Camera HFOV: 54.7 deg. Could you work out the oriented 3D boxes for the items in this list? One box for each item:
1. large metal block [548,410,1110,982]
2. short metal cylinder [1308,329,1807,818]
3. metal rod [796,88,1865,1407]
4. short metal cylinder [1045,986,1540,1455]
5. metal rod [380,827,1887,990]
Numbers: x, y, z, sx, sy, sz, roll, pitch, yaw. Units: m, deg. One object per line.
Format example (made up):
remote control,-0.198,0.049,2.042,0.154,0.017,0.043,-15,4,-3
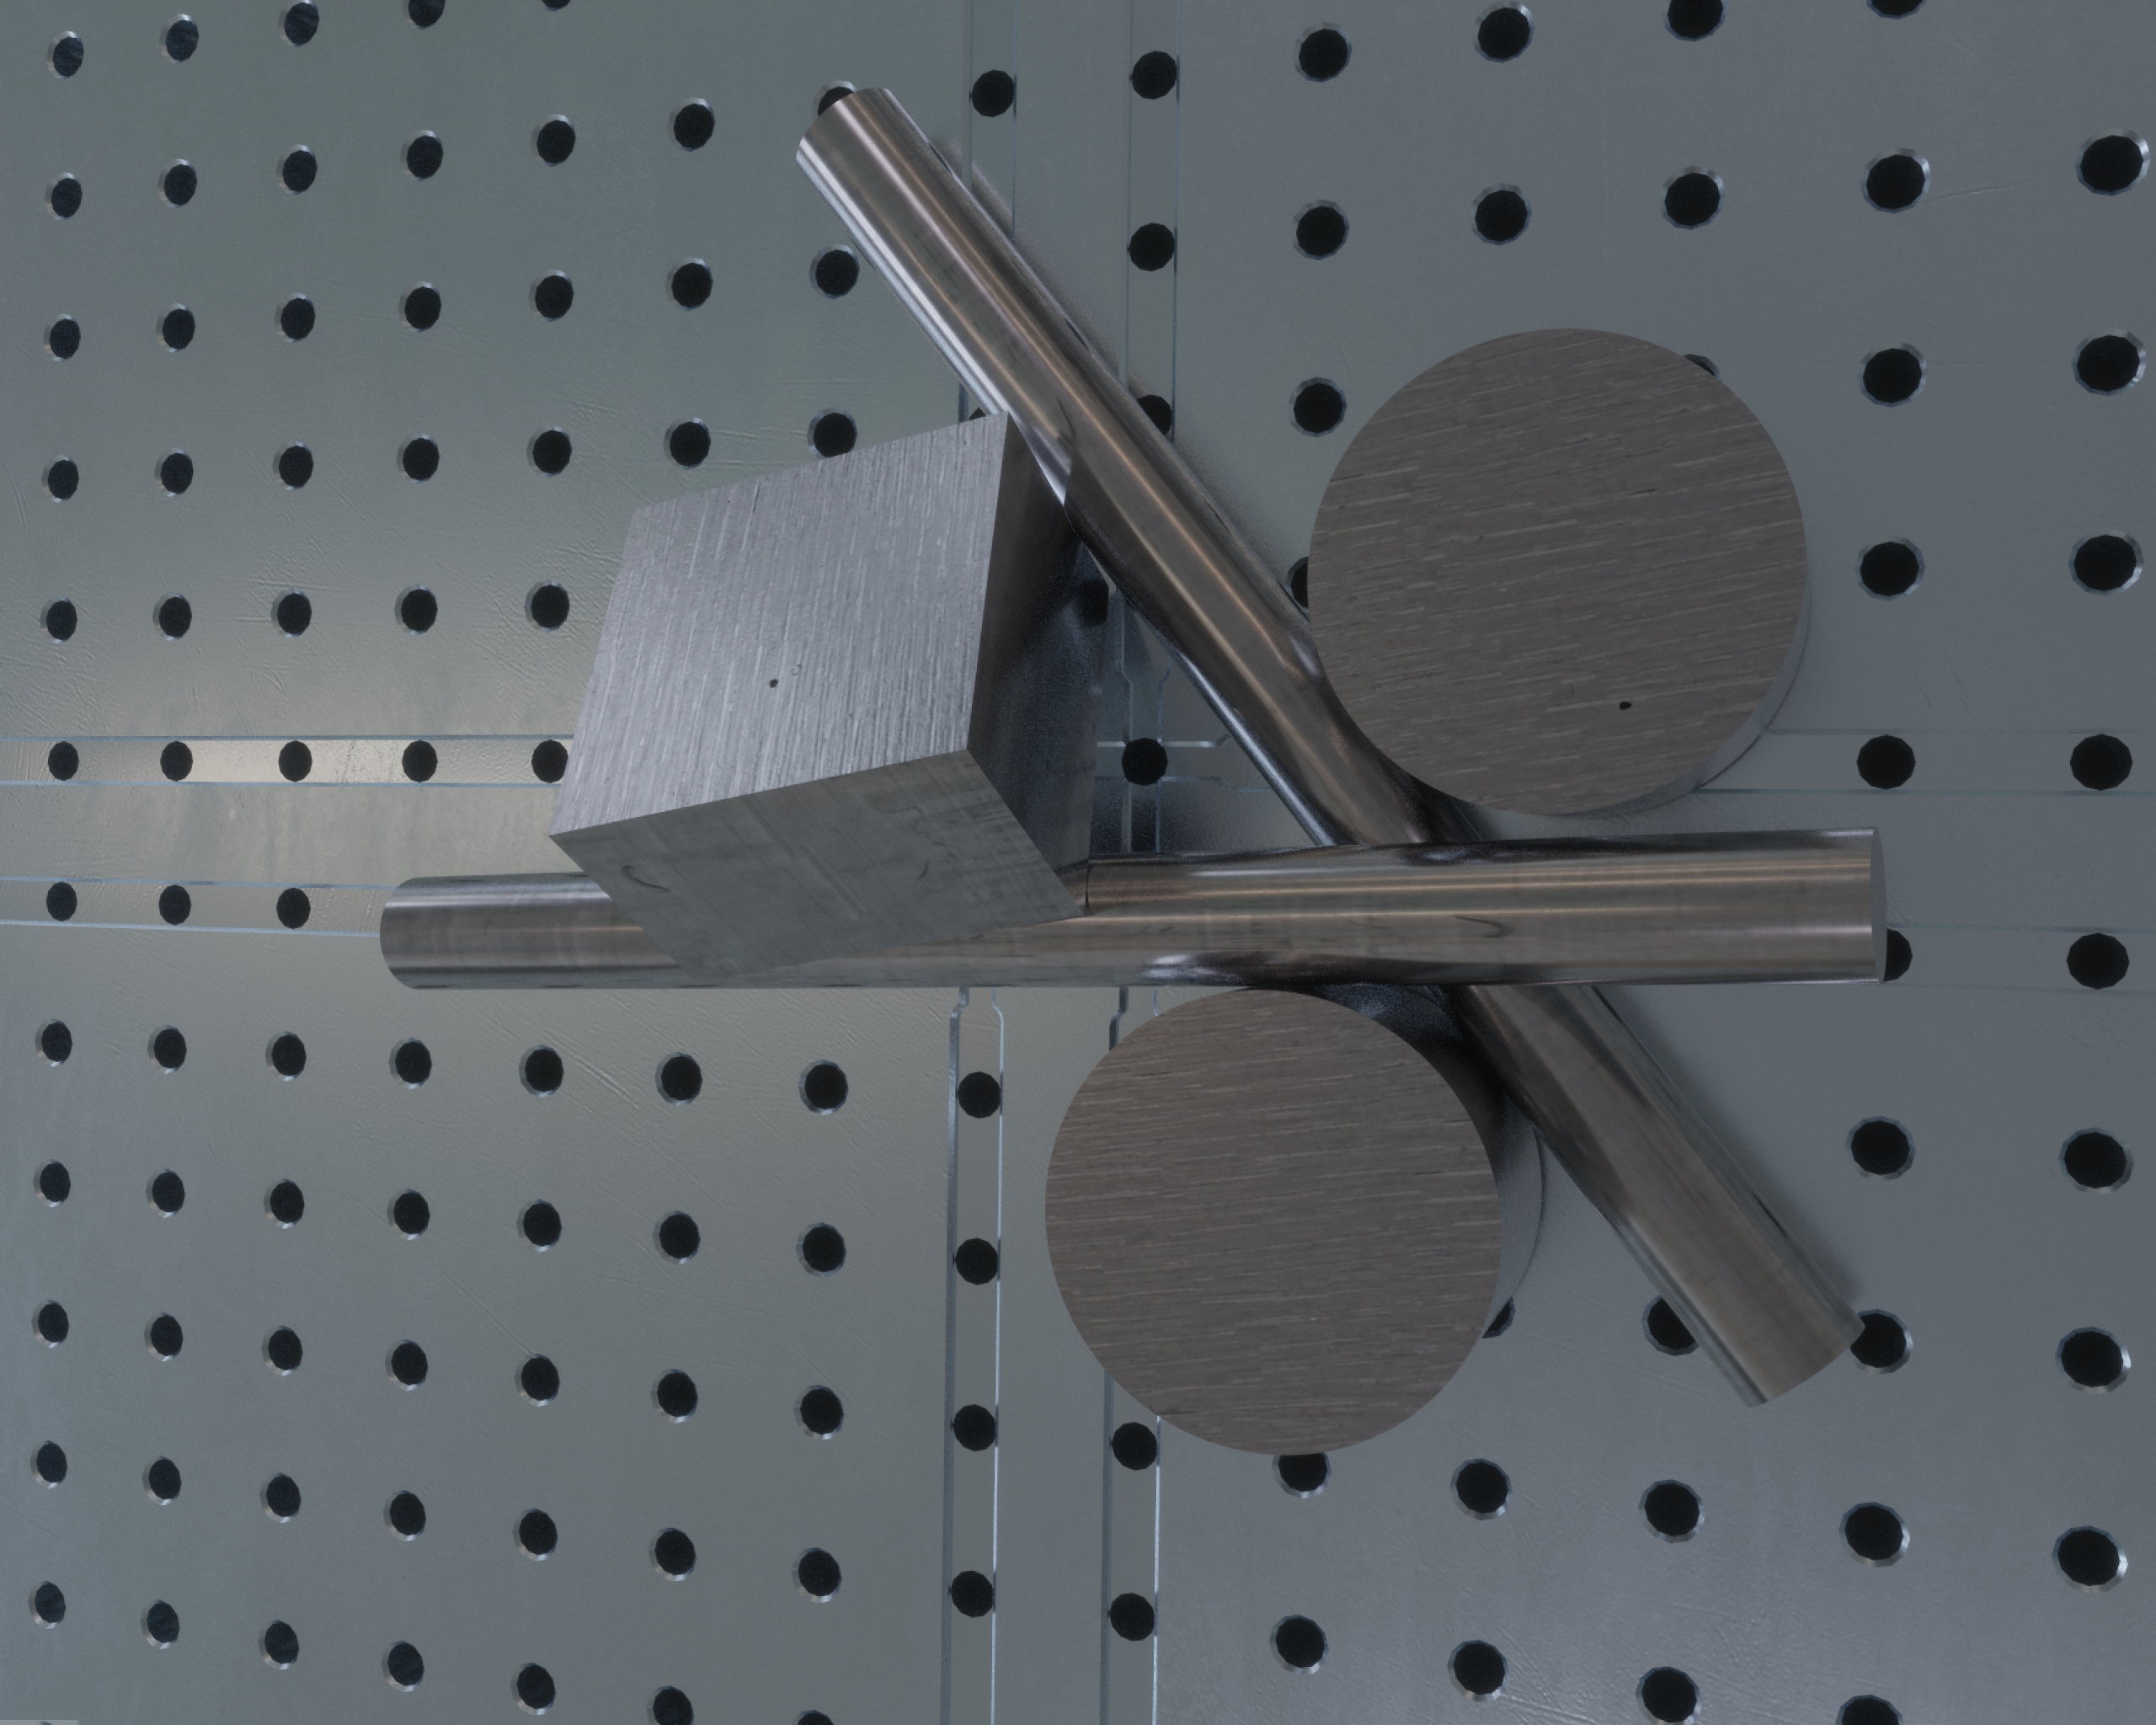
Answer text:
large metal block,-0.043,-0.030,0.391,0.080,0.050,0.080,-10,52,20
short metal cylinder,0.086,-0.048,0.366,0.080,0.050,0.079,0,90,20
metal rod,0.040,-0.030,0.395,0.025,0.025,0.299,-40,78,16
short metal cylinder,0.041,0.062,0.381,0.080,0.050,0.079,0,90,20
metal rod,-0.009,0.011,0.394,0.301,0.025,0.025,-2,90,26
